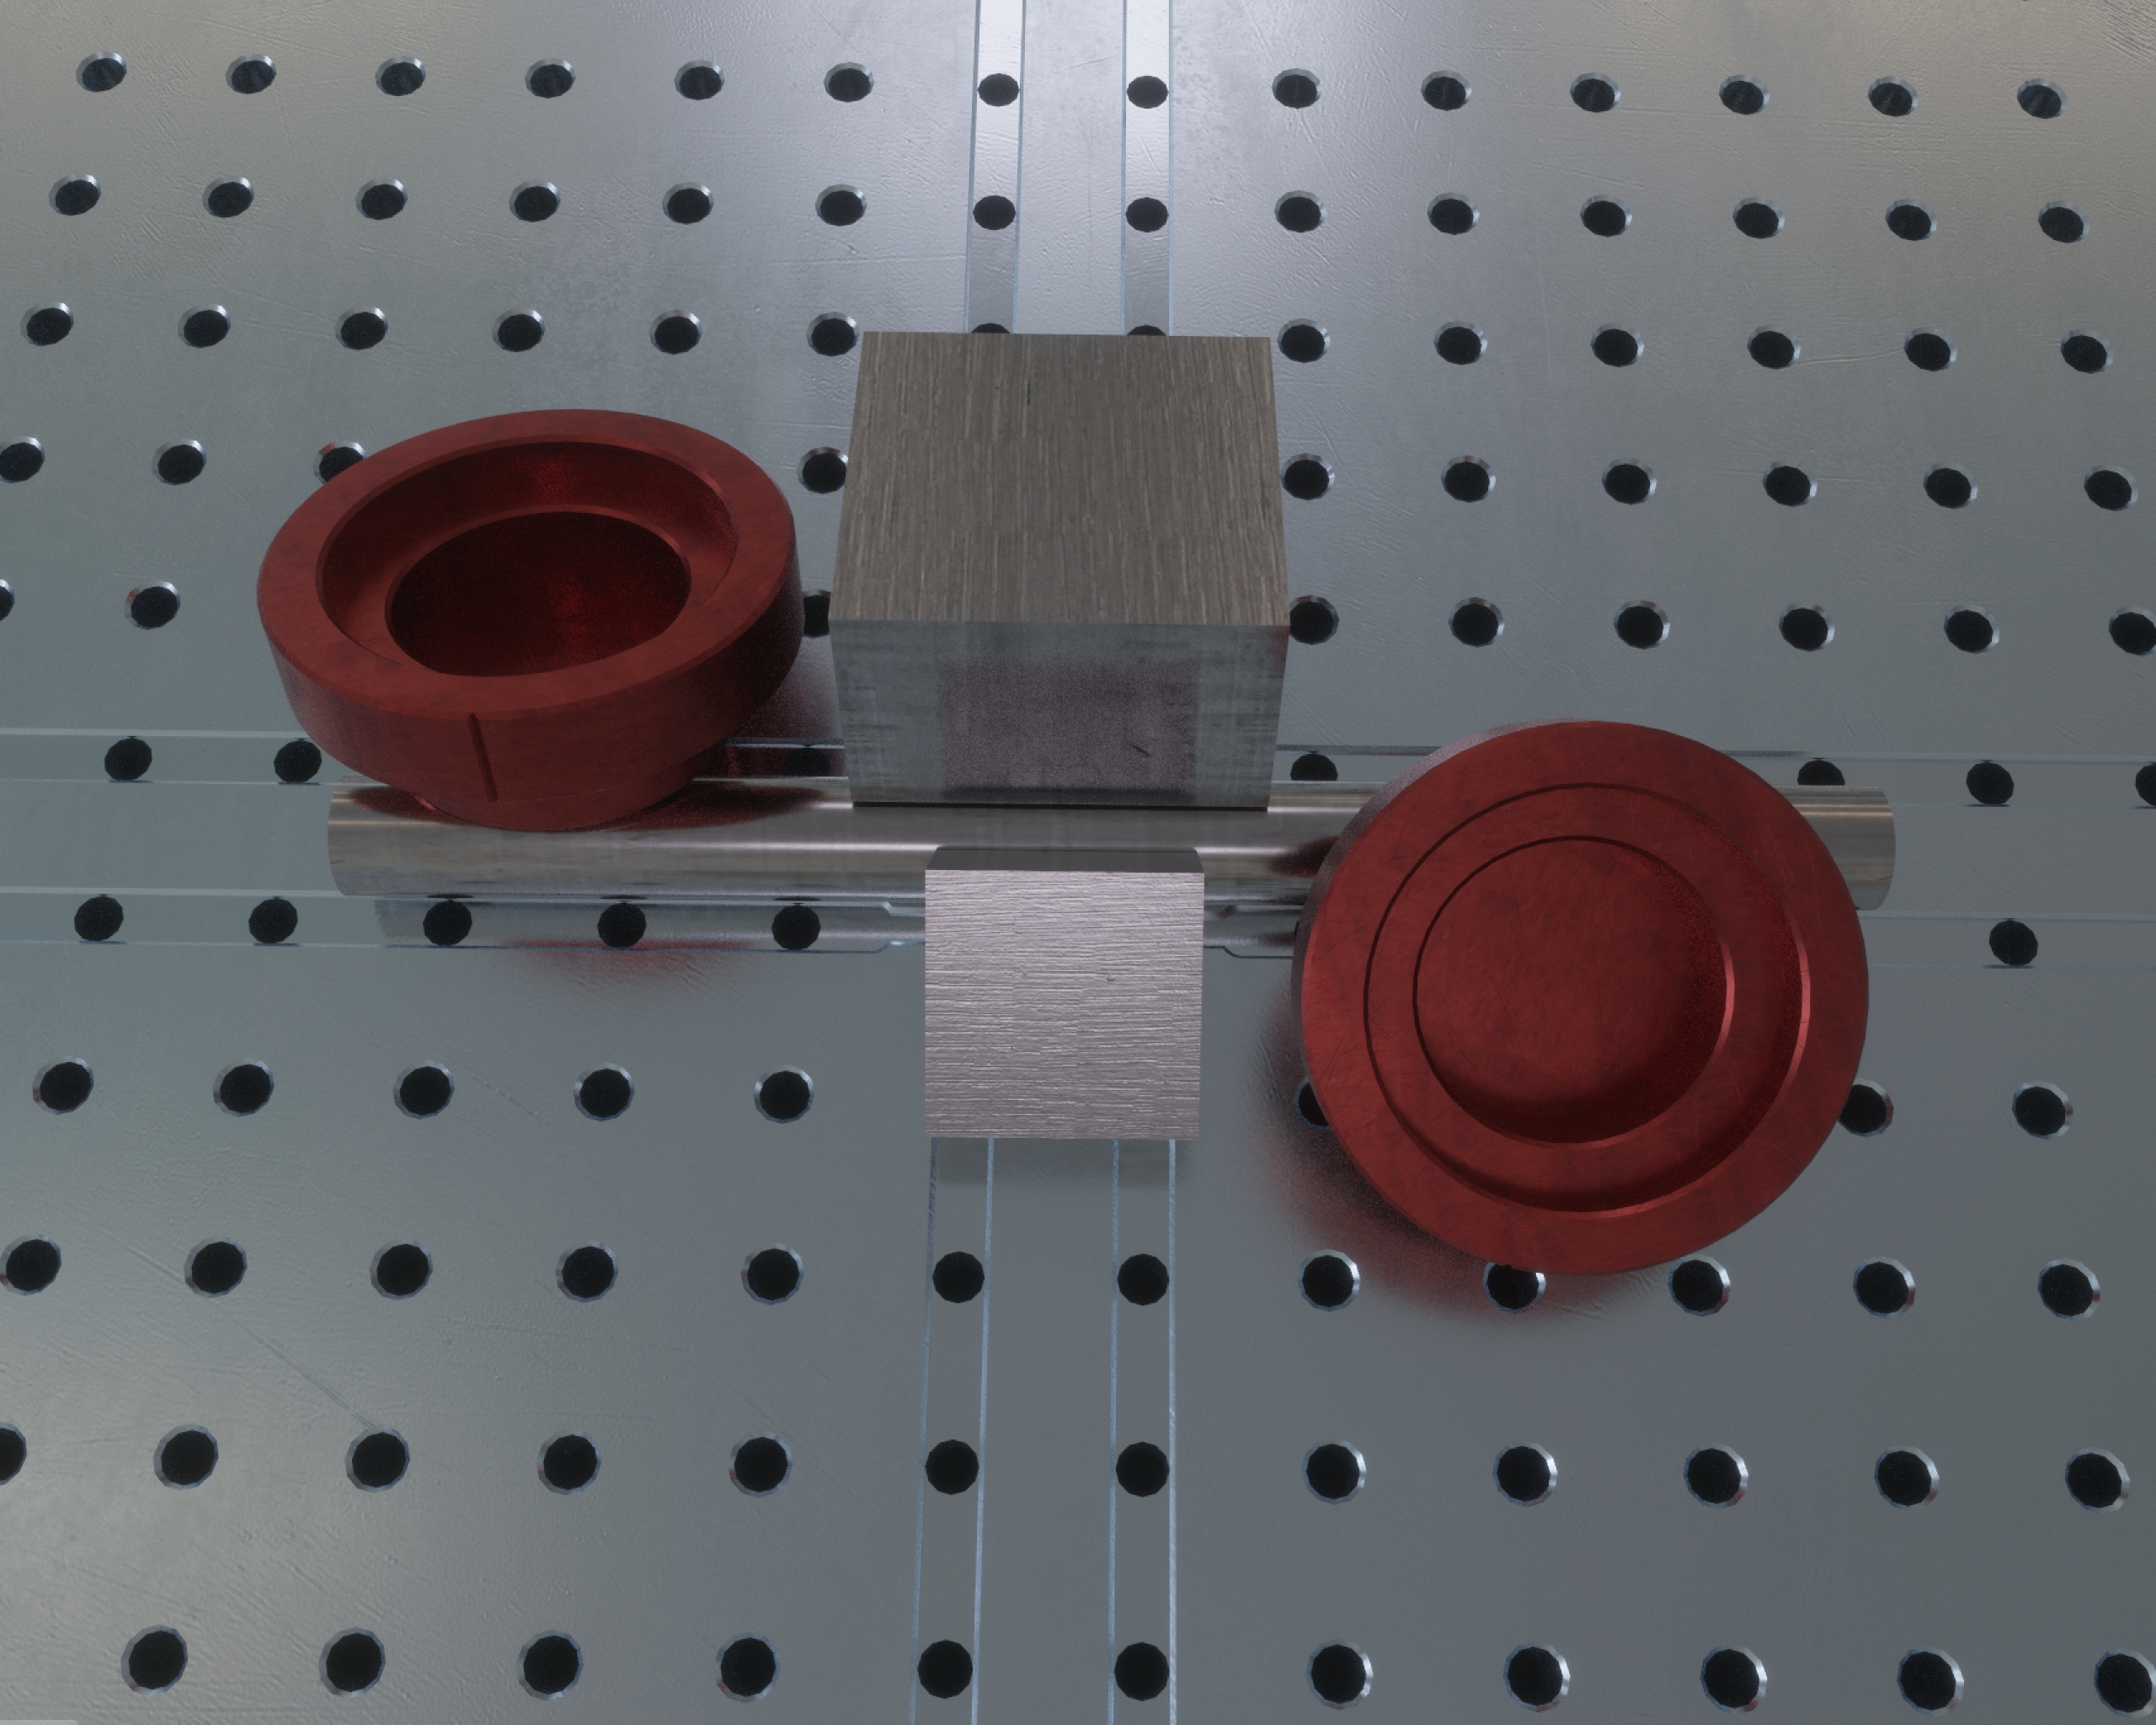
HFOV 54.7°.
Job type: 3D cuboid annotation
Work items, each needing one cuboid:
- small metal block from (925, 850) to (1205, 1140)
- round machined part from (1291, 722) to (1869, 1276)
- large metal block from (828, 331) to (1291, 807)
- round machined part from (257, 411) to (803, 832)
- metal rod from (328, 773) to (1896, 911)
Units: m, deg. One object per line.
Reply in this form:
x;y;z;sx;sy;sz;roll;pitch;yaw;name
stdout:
-0.003;0.024;0.392;0.050;0.025;0.050;1;99;0;small metal block
0.088;0.022;0.382;0.099;0.042;0.097;0;95;0;round machined part
-0.003;-0.058;0.407;0.081;0.050;0.080;1;52;0;large metal block
-0.102;-0.044;0.404;0.099;0.042;0.098;0;44;0;round machined part
0.007;-0.004;0.414;0.302;0.025;0.025;1;70;0;metal rod
